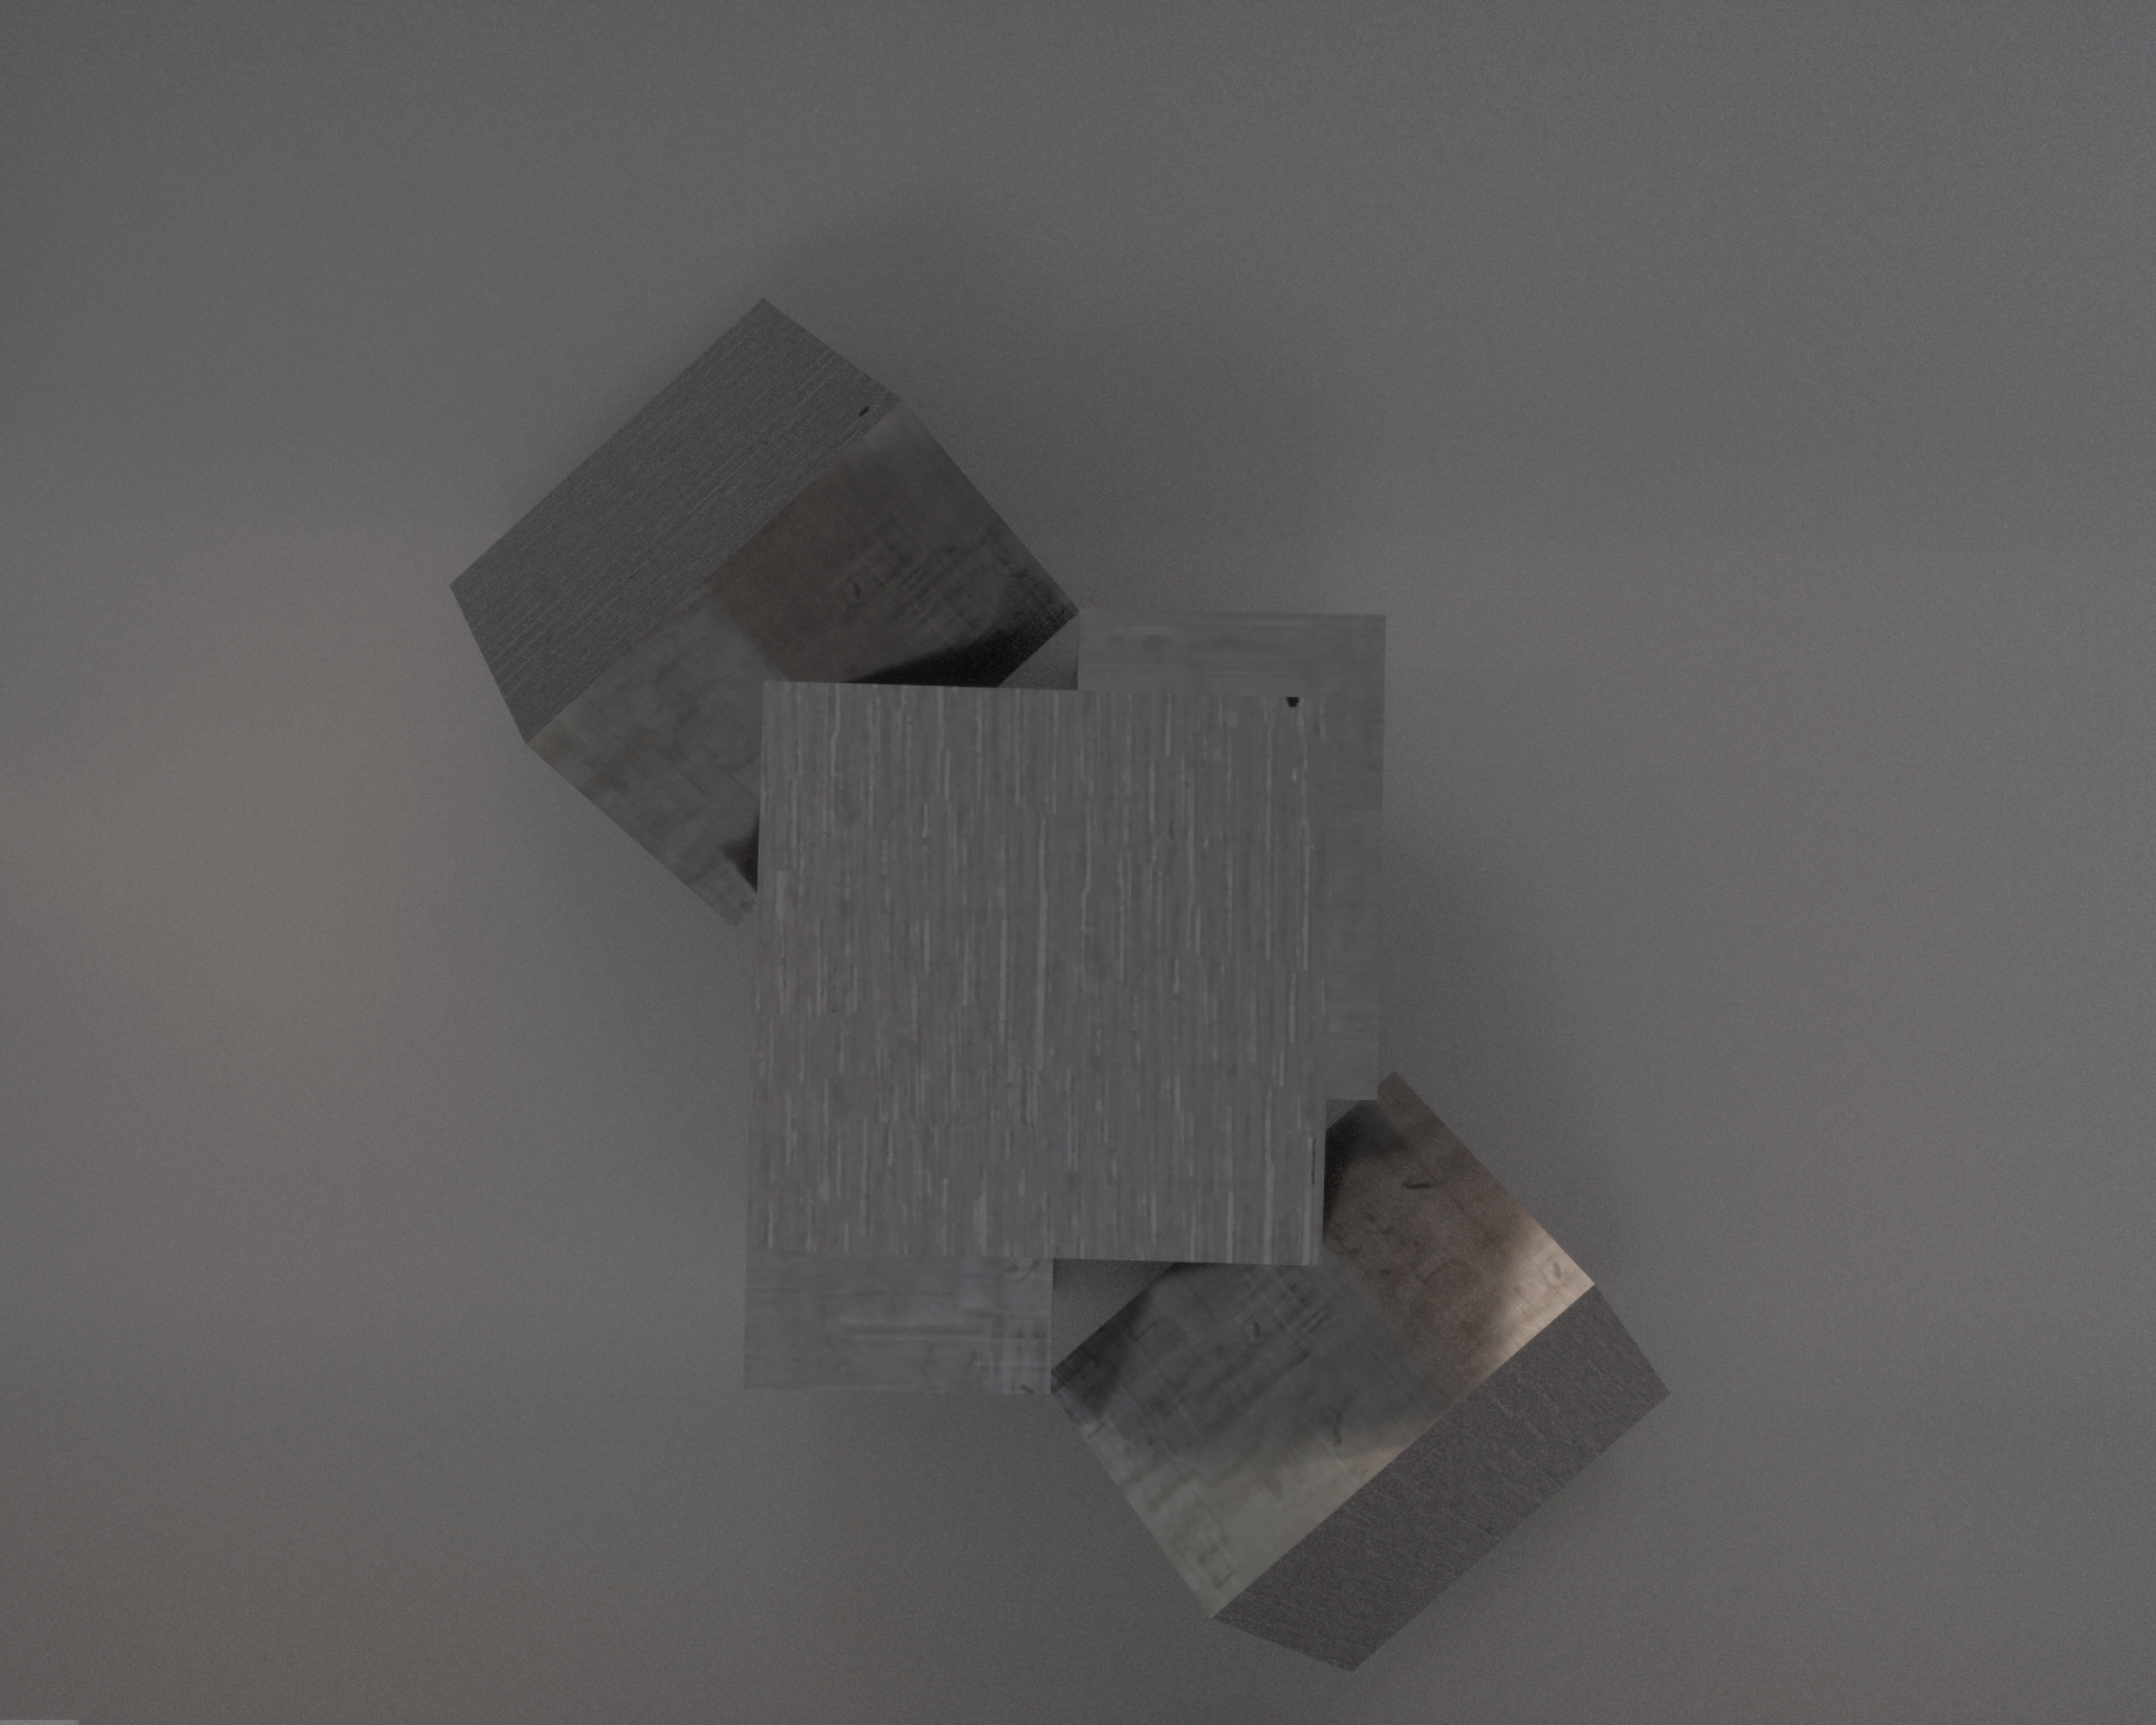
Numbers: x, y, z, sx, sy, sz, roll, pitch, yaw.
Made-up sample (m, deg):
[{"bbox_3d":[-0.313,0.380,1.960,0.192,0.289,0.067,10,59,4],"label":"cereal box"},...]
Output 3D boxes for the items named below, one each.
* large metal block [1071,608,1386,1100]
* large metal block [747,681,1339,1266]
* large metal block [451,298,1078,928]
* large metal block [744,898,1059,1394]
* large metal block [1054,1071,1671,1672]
[{"bbox_3d":[0.024,-0.001,0.381,0.050,0.080,0.080,1,90,0],"label":"large metal block"},{"bbox_3d":[-0.005,0.015,0.317,0.081,0.050,0.080,2,90,0],"label":"large metal block"},{"bbox_3d":[-0.059,-0.048,0.374,0.080,0.080,0.050,-43,125,0],"label":"large metal block"},{"bbox_3d":[-0.029,0.047,0.382,0.050,0.080,0.080,1,90,0],"label":"large metal block"},{"bbox_3d":[0.053,0.094,0.375,0.080,0.080,0.050,-41,55,0],"label":"large metal block"}]
